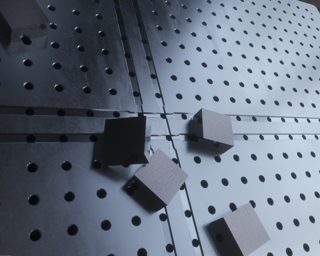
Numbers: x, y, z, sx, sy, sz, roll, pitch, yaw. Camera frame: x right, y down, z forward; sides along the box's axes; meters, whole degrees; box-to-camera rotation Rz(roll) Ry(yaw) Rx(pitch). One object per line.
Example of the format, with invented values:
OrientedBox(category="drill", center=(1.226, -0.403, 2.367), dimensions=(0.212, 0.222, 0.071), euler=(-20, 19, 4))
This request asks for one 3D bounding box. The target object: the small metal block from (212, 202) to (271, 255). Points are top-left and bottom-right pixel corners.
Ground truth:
OrientedBox(category="small metal block", center=(0.101, 0.128, 0.387), dimensions=(0.050, 0.025, 0.050), euler=(-15, 70, -35))

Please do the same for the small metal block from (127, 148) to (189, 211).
OrientedBox(category="small metal block", center=(-0.002, 0.061, 0.371), dimensions=(0.050, 0.025, 0.050), euler=(43, 51, 1))

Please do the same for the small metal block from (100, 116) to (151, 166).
OrientedBox(category="small metal block", center=(-0.039, 0.015, 0.363), dimensions=(0.050, 0.025, 0.050), euler=(-5, 57, 10))

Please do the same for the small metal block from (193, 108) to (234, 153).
OrientedBox(category="small metal block", center=(0.077, 0.004, 0.449), dimensions=(0.050, 0.025, 0.050), euler=(15, 56, -20))

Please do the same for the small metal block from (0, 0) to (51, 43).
OrientedBox(category="small metal block", center=(-0.179, -0.142, 0.399), dimensions=(0.050, 0.025, 0.050), euler=(-27, 77, -37))
